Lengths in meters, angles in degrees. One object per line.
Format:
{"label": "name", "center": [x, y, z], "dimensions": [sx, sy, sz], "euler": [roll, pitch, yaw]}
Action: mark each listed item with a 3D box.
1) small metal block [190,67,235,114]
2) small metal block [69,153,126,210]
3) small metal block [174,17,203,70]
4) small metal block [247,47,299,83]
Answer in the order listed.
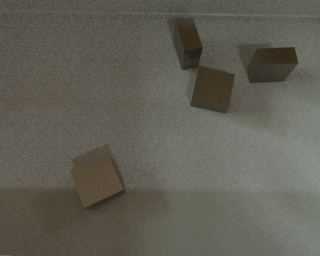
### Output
{"label": "small metal block", "center": [0.073, -0.052, 0.430], "dimensions": [0.050, 0.025, 0.050], "euler": [13, 70, 4]}
{"label": "small metal block", "center": [-0.077, 0.066, 0.384], "dimensions": [0.050, 0.025, 0.050], "euler": [-24, 72, -9]}
{"label": "small metal block", "center": [0.039, -0.119, 0.440], "dimensions": [0.025, 0.050, 0.050], "euler": [-12, 71, -5]}
{"label": "small metal block", "center": [0.154, -0.086, 0.430], "dimensions": [0.050, 0.050, 0.025], "euler": [-3, 70, -2]}
